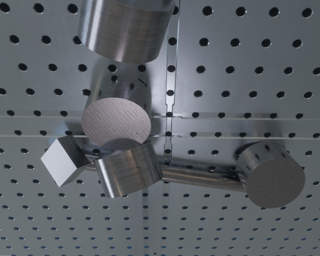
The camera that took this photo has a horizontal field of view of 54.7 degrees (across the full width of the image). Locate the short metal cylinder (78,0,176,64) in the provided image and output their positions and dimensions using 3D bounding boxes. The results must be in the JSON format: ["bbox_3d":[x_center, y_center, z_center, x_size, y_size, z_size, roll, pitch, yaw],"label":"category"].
[{"bbox_3d":[-0.032,-0.103,0.287,0.081,0.080,0.050,13,129,-11],"label":"short metal cylinder"}]

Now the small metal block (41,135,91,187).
[{"bbox_3d":[-0.132,0.046,0.432,0.050,0.025,0.050,-44,77,30],"label":"small metal block"}]

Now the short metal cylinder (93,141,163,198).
[{"bbox_3d":[-0.041,0.052,0.409,0.080,0.080,0.050,-18,92,14],"label":"short metal cylinder"}]

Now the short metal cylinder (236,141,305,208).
[{"bbox_3d":[0.154,0.066,0.439,0.081,0.050,0.079,-1,113,-3],"label":"short metal cylinder"}]

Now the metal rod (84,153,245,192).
[{"bbox_3d":[0.029,0.072,0.473,0.302,0.025,0.025,9,130,-8],"label":"metal rod"}]

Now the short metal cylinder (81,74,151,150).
[{"bbox_3d":[-0.051,-0.019,0.379,0.081,0.050,0.079,0,130,0],"label":"short metal cylinder"}]
